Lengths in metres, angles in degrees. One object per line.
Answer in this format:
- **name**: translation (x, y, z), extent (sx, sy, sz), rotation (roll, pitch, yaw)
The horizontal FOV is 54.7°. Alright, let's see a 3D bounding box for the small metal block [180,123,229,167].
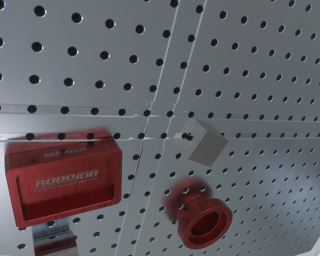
- **small metal block**: translation (0.067, 0.026, 0.464), extent (0.050, 0.025, 0.050), rotation (23, 106, -37)

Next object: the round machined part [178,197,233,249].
- **round machined part**: translation (0.074, 0.160, 0.540), extent (0.099, 0.042, 0.097), rotation (-14, 124, -21)

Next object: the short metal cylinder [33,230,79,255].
- **short metal cylinder**: translation (-0.137, 0.184, 0.415), extent (0.050, 0.080, 0.079), rotation (-8, 122, -24)

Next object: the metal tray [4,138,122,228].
- **metal tray**: translation (-0.115, 0.067, 0.386), extent (0.131, 0.030, 0.089), rotation (-9, 123, -24)
